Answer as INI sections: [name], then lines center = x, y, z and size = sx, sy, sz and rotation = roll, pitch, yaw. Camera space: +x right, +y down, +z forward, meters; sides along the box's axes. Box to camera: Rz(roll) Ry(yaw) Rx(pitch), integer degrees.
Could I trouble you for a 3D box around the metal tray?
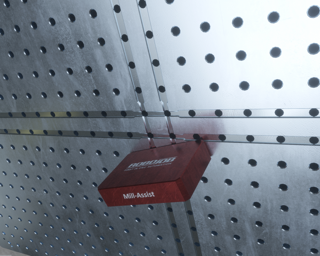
[metal tray]
center = -0.008, 0.060, 0.410
size = 0.130, 0.090, 0.030
rotation = -13, 112, 33
